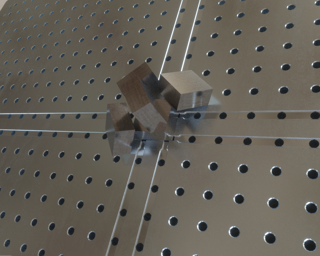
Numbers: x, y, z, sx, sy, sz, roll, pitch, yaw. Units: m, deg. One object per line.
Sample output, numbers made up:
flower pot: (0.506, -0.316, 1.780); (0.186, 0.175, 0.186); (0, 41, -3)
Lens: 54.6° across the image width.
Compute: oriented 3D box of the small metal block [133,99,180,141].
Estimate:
small metal block: (-0.005, -0.012, 0.419); (0.050, 0.025, 0.050); (1, 62, 27)

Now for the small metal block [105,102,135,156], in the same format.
small metal block: (-0.055, 0.002, 0.417); (0.025, 0.050, 0.050); (-6, 50, -20)

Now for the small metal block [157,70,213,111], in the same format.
small metal block: (0.032, -0.051, 0.406); (0.050, 0.025, 0.050); (-13, 44, -29)

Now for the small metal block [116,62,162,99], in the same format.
small metal block: (-0.025, -0.057, 0.442); (0.050, 0.050, 0.025); (-35, 51, 5)

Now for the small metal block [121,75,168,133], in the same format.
small metal block: (-0.020, -0.029, 0.389); (0.025, 0.050, 0.050); (-31, 52, 8)
